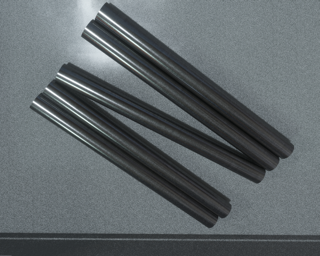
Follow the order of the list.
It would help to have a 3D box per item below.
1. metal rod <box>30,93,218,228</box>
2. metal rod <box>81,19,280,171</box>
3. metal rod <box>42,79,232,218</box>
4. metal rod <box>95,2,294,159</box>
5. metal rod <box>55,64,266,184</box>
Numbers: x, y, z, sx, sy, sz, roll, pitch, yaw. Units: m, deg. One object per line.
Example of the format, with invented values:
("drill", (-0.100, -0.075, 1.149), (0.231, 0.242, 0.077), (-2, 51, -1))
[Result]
("metal rod", (-0.040, 0.051, 0.428), (0.301, 0.025, 0.025), (36, 106, -13))
("metal rod", (0.035, -0.034, 0.397), (0.301, 0.025, 0.025), (35, 106, -12))
("metal rod", (-0.022, 0.035, 0.423), (0.301, 0.025, 0.025), (36, 106, -13))
("metal rod", (0.052, -0.052, 0.391), (0.301, 0.025, 0.025), (35, 106, -12))
("metal rod", (0.008, -0.001, 0.410), (0.301, 0.025, 0.025), (27, 108, -10))
